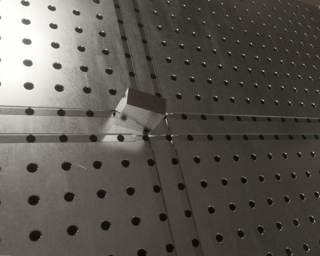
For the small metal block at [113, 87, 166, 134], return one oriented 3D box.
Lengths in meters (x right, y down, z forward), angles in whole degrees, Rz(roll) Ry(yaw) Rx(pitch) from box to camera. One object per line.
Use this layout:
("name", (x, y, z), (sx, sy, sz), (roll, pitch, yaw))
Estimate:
("small metal block", (-0.026, -0.020, 0.392), (0.050, 0.050, 0.025), (16, 56, -20))
